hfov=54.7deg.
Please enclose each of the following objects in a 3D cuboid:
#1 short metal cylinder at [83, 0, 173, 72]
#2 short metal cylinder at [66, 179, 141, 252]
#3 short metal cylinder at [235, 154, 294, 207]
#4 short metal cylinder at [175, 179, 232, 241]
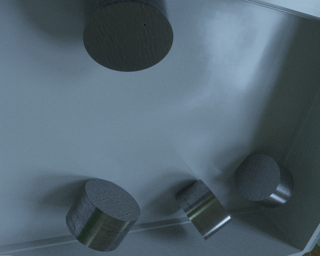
[{"bbox_3d":[-0.031,-0.099,0.292,0.081,0.050,0.080,-6,148,-3],"label":"short metal cylinder"},{"bbox_3d":[-0.073,0.111,0.402,0.080,0.080,0.050,24,105,-37],"label":"short metal cylinder"},{"bbox_3d":[0.177,0.090,0.525,0.050,0.080,0.080,29,102,-38],"label":"short metal cylinder"},{"bbox_3d":[0.067,0.128,0.489,0.050,0.080,0.080,-36,129,-4],"label":"short metal cylinder"}]
